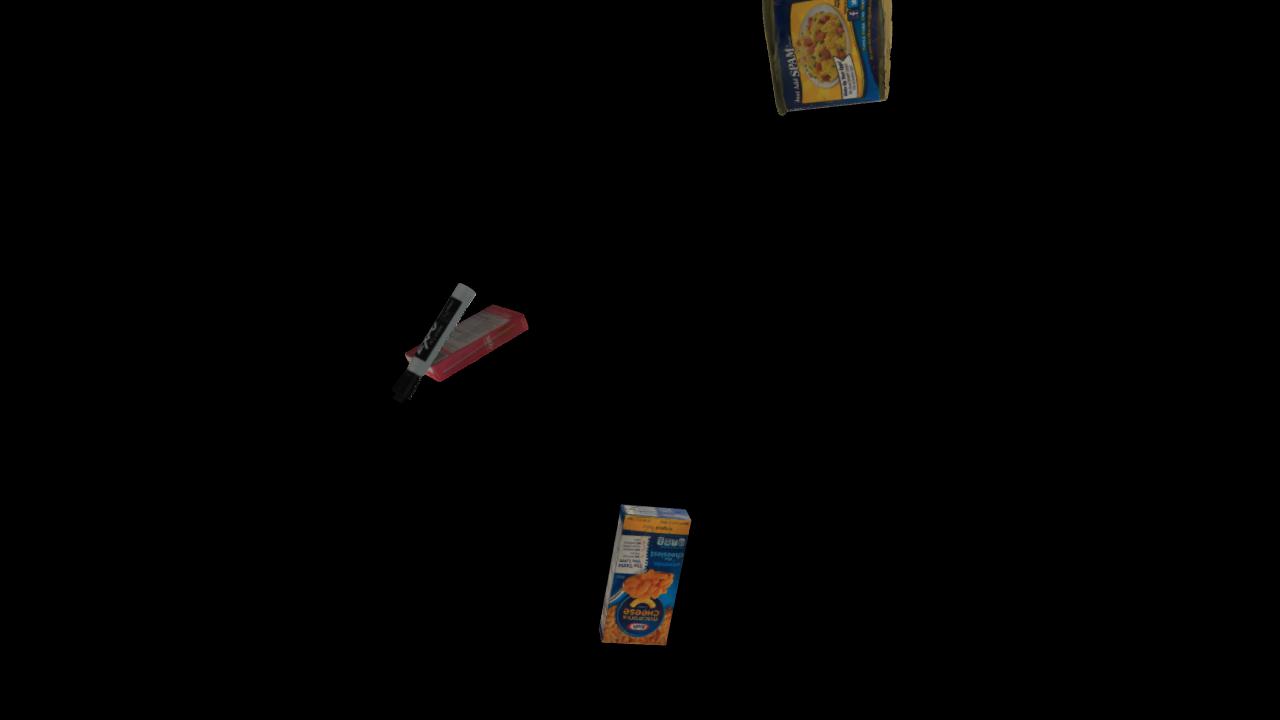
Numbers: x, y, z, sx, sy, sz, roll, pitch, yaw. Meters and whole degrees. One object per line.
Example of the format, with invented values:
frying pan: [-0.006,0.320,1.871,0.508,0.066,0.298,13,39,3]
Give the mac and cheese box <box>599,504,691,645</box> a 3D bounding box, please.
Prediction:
mac and cheese box: [0.005,0.288,0.822,0.093,0.184,0.041,7,10,-13]

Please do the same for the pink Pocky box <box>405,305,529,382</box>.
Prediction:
pink Pocky box: [-0.242,-0.027,0.868,0.084,0.029,0.155,18,43,43]

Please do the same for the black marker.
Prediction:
black marker: [-0.189,-0.015,0.563,0.020,0.121,0.020,27,-13,7]

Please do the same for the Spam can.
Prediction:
Spam can: [0.148,-0.248,0.476,0.085,0.058,0.101,4,-36,26]
